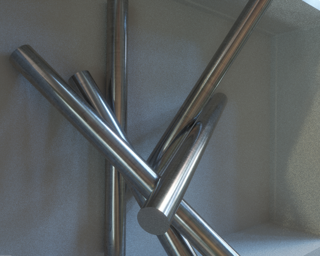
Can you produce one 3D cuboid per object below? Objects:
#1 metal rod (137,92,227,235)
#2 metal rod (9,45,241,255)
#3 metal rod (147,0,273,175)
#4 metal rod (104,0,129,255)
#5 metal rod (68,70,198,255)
[{"bbox_3d":[0.044,0.012,0.357,0.301,0.025,0.025,-49,123,-60],"label":"metal rod"},{"bbox_3d":[-0.028,0.035,0.293,0.300,0.025,0.025,45,59,1],"label":"metal rod"},{"bbox_3d":[0.054,-0.047,0.382,0.025,0.025,0.299,31,92,-36],"label":"metal rod"},{"bbox_3d":[-0.051,-0.001,0.363,0.025,0.025,0.298,1,90,-40],"label":"metal rod"},{"bbox_3d":[-0.011,0.071,0.314,0.025,0.025,0.299,-25,80,-37],"label":"metal rod"}]
